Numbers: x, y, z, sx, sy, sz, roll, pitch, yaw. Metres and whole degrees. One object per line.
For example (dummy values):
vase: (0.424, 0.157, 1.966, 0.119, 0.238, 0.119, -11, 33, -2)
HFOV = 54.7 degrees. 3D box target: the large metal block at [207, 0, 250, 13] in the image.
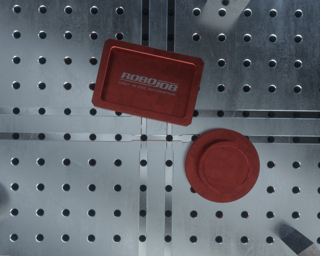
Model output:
large metal block: (0.100, -0.204, 0.386, 0.050, 0.080, 0.080, 17, 90, 0)

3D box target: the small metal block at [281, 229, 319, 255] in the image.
small metal block: (0.192, 0.168, 0.402, 0.025, 0.050, 0.050, -36, 90, 0)

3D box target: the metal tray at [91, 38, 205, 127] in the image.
metal tray: (-0.015, -0.059, 0.410, 0.131, 0.030, 0.089, 12, 90, 0)

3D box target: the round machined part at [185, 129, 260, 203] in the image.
round machined part: (0.082, 0.050, 0.405, 0.099, 0.042, 0.097, 0, 90, 0)
